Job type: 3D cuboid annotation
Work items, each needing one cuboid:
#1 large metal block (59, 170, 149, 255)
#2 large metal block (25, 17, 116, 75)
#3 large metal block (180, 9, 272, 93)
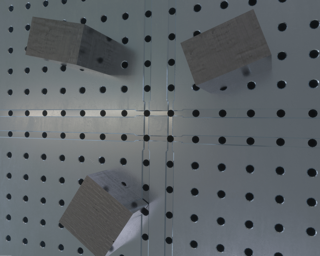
[{"bbox_3d":[-0.077,0.117,0.427,0.080,0.050,0.080,36,101,16],"label":"large metal block"},{"bbox_3d":[-0.119,-0.111,0.426,0.080,0.080,0.050,14,95,19],"label":"large metal block"},{"bbox_3d":[0.079,-0.082,0.356,0.080,0.080,0.050,-21,83,19],"label":"large metal block"}]
